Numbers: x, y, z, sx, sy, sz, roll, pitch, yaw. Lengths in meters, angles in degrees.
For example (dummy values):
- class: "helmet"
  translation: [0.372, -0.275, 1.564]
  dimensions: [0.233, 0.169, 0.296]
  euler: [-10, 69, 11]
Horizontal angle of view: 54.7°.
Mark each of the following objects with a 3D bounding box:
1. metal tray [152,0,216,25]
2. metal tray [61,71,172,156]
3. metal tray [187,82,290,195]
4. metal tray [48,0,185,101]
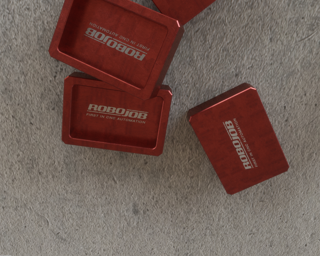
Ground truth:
- class: "metal tray"
  translation: [0.041, -0.184, 0.340]
  dimensions: [0.130, 0.030, 0.090]
  euler: [-35, 107, 12]
- class: "metal tray"
  translation: [-0.055, -0.017, 0.399]
  dimensions: [0.131, 0.030, 0.089]
  euler: [8, 110, -3]
- class: "metal tray"
  translation: [0.105, 0.017, 0.414]
  dimensions: [0.090, 0.030, 0.130]
  euler: [-26, 108, 9]
- class: "metal tray"
  translation: [-0.050, -0.097, 0.346]
  dimensions: [0.130, 0.030, 0.089]
  euler: [26, 104, 9]
